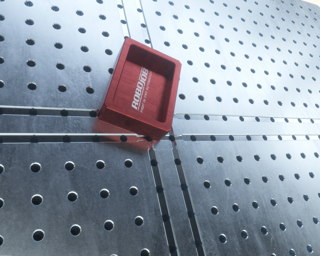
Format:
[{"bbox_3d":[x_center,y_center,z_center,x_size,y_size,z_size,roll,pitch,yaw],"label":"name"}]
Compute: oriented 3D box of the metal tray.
[{"bbox_3d":[-0.023,-0.056,0.425,0.090,0.030,0.130,22,54,-15],"label":"metal tray"}]
